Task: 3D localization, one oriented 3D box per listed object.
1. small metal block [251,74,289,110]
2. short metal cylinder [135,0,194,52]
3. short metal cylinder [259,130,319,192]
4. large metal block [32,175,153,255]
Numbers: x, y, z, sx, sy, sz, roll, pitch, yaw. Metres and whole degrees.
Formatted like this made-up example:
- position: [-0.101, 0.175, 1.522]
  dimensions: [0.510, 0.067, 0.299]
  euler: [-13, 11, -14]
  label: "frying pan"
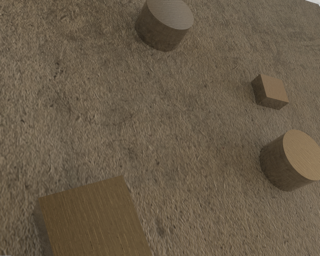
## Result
- position: [0.194, -0.064, 0.547]
  dimensions: [0.050, 0.025, 0.050]
  euler: [10, 57, -23]
  label: "small metal block"
- position: [0.007, -0.170, 0.495]
  dimensions: [0.081, 0.050, 0.080]
  euler: [14, 56, -21]
  label: "short metal cylinder"
- position: [0.198, 0.049, 0.465]
  dimensions: [0.081, 0.050, 0.080]
  euler: [14, 56, -21]
  label: "short metal cylinder"
- position: [-0.066, 0.099, 0.292]
  dimensions: [0.081, 0.050, 0.080]
  euler: [-11, 67, -33]
  label: "large metal block"
